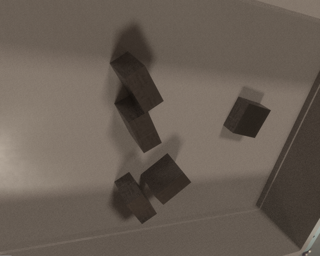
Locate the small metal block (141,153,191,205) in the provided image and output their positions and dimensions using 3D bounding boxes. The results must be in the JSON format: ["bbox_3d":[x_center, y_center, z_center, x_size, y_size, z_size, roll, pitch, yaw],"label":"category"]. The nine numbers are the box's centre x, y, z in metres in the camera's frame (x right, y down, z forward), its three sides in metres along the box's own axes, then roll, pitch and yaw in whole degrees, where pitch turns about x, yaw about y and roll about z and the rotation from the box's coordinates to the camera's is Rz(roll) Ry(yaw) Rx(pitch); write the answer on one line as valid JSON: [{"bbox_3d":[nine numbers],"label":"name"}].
[{"bbox_3d":[0.008,0.072,0.443,0.050,0.050,0.025,-39,130,-3],"label":"small metal block"}]

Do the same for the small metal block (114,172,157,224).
[{"bbox_3d":[-0.034,0.098,0.436,0.025,0.050,0.050,-34,129,-7],"label":"small metal block"}]

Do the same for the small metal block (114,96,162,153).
[{"bbox_3d":[-0.027,-0.006,0.376,0.025,0.050,0.050,-30,129,-9],"label":"small metal block"}]

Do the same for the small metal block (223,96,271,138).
[{"bbox_3d":[0.133,-0.016,0.474,0.050,0.025,0.050,12,112,-34],"label":"small metal block"}]

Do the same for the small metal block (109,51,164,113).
[{"bbox_3d":[-0.026,-0.052,0.347,0.025,0.050,0.050,-35,129,-6],"label":"small metal block"}]
